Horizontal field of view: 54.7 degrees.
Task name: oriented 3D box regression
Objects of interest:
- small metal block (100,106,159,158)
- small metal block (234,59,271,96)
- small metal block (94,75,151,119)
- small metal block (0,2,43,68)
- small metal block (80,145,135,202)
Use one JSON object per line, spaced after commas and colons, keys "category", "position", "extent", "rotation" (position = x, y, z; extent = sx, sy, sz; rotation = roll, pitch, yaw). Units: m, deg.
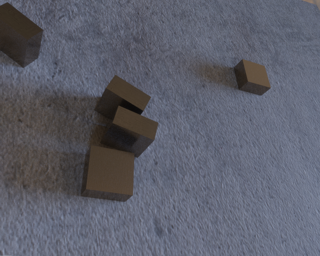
{"category": "small metal block", "position": [-0.037, 0.006, 0.366], "extent": [0.050, 0.050, 0.025], "rotation": [23, 53, -15]}
{"category": "small metal block", "position": [0.163, -0.089, 0.549], "extent": [0.050, 0.025, 0.050], "rotation": [10, 57, -23]}
{"category": "small metal block", "position": [-0.047, -0.030, 0.382], "extent": [0.050, 0.050, 0.025], "rotation": [32, 52, -8]}
{"category": "small metal block", "position": [-0.169, -0.108, 0.363], "extent": [0.050, 0.050, 0.025], "rotation": [38, 51, -3]}
{"category": "small metal block", "position": [-0.057, 0.051, 0.343], "extent": [0.050, 0.025, 0.050], "rotation": [13, 56, -22]}
